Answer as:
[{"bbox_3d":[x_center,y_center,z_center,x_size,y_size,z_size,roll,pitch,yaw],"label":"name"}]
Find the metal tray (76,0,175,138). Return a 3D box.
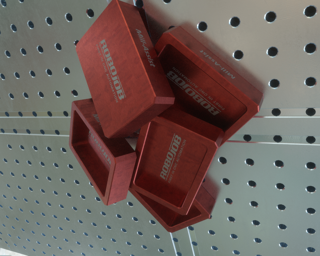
[{"bbox_3d":[-0.045,-0.064,0.351,0.090,0.030,0.130,-34,69,38],"label":"metal tray"}]

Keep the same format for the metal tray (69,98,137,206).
[{"bbox_3d":[-0.085,0.030,0.430,0.130,0.030,0.089,47,136,35],"label":"metal tray"}]

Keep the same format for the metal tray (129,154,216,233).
[{"bbox_3d":[0.006,0.089,0.458,0.130,0.030,0.090,48,128,-6],"label":"metal tray"}]

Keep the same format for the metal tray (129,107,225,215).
[{"bbox_3d":[0.014,0.041,0.386,0.090,0.030,0.129,25,127,12],"label":"metal tray"}]

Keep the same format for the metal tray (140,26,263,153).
[{"bbox_3d":[0.040,-0.041,0.360,0.130,0.030,0.089,40,129,0],"label":"metal tray"}]
